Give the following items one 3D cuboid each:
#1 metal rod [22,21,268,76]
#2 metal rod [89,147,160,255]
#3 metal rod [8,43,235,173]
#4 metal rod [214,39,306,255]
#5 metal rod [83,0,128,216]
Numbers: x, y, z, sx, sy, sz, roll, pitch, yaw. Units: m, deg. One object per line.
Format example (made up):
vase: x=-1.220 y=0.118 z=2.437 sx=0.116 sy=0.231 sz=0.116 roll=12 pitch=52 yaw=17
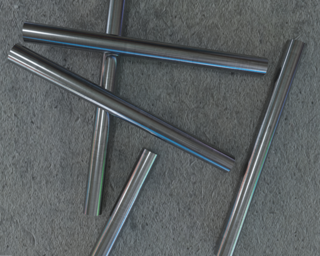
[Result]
metal rod: x=-0.011 y=-0.098 z=0.390 sx=0.302 sy=0.025 sz=0.025 roll=6 pitch=90 yaw=-8
metal rod: x=-0.078 y=0.165 z=0.409 sx=0.025 sy=0.025 sz=0.299 roll=26 pitch=90 yaw=0
metal rod: x=-0.040 y=-0.020 z=0.388 sx=0.301 sy=0.025 sz=0.025 roll=27 pitch=90 yaw=-9
metal rod: x=0.132 y=0.029 z=0.410 sx=0.025 sy=0.025 sz=0.299 roll=19 pitch=90 yaw=0
metal rod: x=-0.071 y=-0.036 z=0.409 sx=0.025 sy=0.025 sz=0.298 roll=7 pitch=90 yaw=0
